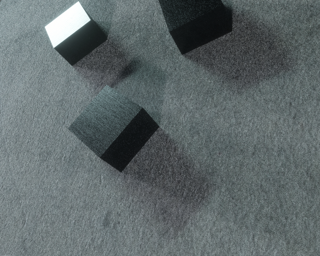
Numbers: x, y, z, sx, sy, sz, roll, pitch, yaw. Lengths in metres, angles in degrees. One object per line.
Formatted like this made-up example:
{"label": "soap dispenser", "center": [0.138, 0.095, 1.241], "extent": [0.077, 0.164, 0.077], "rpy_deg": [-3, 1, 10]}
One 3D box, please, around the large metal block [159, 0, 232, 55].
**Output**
{"label": "large metal block", "center": [0.051, -0.169, 0.463], "extent": [0.080, 0.050, 0.080], "rpy_deg": [-23, 53, 14]}

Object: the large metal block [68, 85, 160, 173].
{"label": "large metal block", "center": [-0.063, -0.001, 0.420], "extent": [0.080, 0.050, 0.080], "rpy_deg": [34, 80, 38]}

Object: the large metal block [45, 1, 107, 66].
{"label": "large metal block", "center": [-0.157, -0.176, 0.576], "extent": [0.080, 0.050, 0.080], "rpy_deg": [-36, 51, 4]}
